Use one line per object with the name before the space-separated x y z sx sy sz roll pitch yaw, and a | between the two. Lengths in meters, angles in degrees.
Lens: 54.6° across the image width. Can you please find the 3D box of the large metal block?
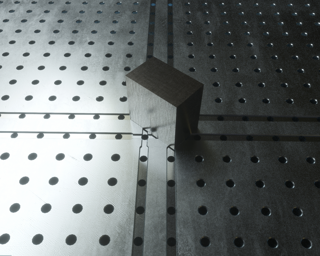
large metal block | 0.005 -0.032 0.399 0.080 0.080 0.050 34 58 25
